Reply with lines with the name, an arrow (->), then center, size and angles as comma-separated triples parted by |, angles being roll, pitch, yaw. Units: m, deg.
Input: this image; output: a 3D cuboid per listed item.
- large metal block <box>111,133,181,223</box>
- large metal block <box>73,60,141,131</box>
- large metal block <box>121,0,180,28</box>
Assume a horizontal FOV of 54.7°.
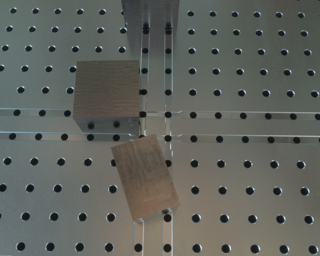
large metal block -> -0.016, 0.062, 0.360 | 0.050, 0.080, 0.080 | -18, 71, -7
large metal block -> -0.067, -0.042, 0.413 | 0.081, 0.050, 0.080 | -1, 70, -1
large metal block -> -0.013, -0.193, 0.453 | 0.081, 0.080, 0.050 | 0, 70, -1
